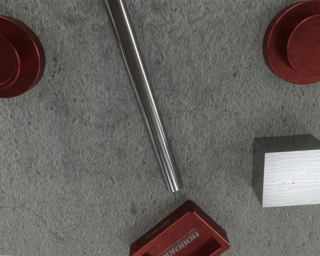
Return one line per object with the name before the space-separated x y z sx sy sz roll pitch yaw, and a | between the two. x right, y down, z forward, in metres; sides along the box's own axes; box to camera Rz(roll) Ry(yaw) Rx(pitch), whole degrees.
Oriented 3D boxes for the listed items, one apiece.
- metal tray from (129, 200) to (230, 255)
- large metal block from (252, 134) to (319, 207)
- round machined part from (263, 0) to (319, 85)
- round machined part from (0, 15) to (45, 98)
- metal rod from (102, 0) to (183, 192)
metal tray | 0.028 0.182 0.474 0.130 0.030 0.090 -42 106 13
large metal block | 0.173 0.057 0.420 0.081 0.050 0.079 -4 110 1
round machined part | 0.177 -0.099 0.367 0.099 0.042 0.097 0 110 -1
round machined part | -0.193 -0.082 0.368 0.099 0.042 0.097 0 110 -1
metal rod | -0.022 -0.050 0.390 0.025 0.025 0.298 -16 110 5
